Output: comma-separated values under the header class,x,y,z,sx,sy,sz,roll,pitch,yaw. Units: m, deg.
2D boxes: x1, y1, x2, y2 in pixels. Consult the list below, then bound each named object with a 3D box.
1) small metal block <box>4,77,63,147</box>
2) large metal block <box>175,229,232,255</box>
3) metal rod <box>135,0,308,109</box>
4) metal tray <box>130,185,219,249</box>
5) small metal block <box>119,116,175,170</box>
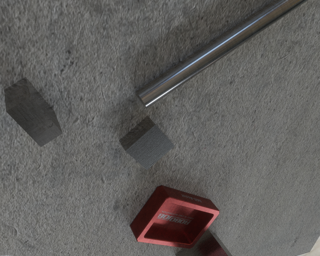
class,x,y,z,sx,sy,sz,roll,pitch,yaw
small metal block,-0.128,-0.017,0.311,0.025,0.050,0.050,-34,129,-6
large metal block,0.089,0.248,0.576,0.080,0.080,0.050,-42,130,0
metal rod,0.101,-0.118,0.390,0.301,0.025,0.025,-34,129,-6
metal tray,0.027,0.151,0.514,0.131,0.030,0.090,25,105,-37
small metal block,-0.017,0.020,0.412,0.050,0.025,0.050,-42,130,0
